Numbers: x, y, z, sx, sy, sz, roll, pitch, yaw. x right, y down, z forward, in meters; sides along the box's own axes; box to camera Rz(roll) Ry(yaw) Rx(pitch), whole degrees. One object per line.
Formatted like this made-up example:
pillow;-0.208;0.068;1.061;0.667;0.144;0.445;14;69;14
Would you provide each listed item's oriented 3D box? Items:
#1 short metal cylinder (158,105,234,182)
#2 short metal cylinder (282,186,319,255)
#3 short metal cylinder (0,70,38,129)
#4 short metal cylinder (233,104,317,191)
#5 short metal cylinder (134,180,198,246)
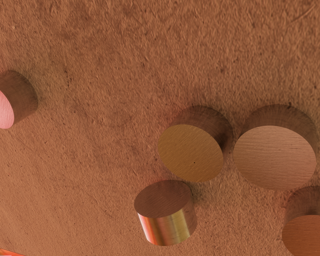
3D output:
short metal cylinder;0.045;0.019;0.379;0.080;0.050;0.079;13;124;21
short metal cylinder;0.188;0.115;0.362;0.080;0.050;0.079;13;124;21
short metal cylinder;-0.243;-0.046;0.491;0.080;0.050;0.079;13;124;21
short metal cylinder;0.126;0.021;0.337;0.080;0.050;0.079;13;124;21
short metal cylinder;0.009;0.118;0.440;0.080;0.080;0.050;-1;118;28
